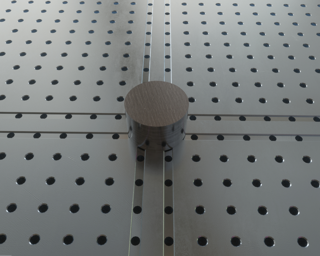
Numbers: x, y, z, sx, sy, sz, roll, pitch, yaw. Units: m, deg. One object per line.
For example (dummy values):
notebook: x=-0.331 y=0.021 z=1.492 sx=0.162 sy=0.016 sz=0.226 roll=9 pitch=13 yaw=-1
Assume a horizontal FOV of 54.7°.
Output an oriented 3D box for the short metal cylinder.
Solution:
short metal cylinder: x=-0.004 y=-0.016 z=0.405 sx=0.081 sy=0.050 sz=0.080 roll=0 pitch=50 yaw=0
